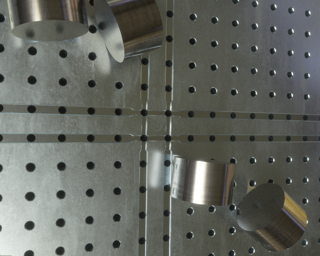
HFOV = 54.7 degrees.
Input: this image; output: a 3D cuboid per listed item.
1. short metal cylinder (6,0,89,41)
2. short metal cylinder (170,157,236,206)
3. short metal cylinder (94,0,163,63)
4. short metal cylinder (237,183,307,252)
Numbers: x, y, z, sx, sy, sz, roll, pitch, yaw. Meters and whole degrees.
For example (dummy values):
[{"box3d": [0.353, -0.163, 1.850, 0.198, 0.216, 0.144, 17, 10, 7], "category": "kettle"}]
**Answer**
[{"box3d": [-0.122, -0.130, 0.338, 0.081, 0.080, 0.050, -8, 93, -20], "category": "short metal cylinder"}, {"box3d": [0.056, 0.067, 0.404, 0.081, 0.080, 0.050, 8, 88, -20], "category": "short metal cylinder"}, {"box3d": [-0.038, -0.125, 0.369, 0.050, 0.080, 0.080, -25, 99, -18], "category": "short metal cylinder"}, {"box3d": [0.158, 0.126, 0.442, 0.050, 0.080, 0.080, 43, 77, -15], "category": "short metal cylinder"}]
